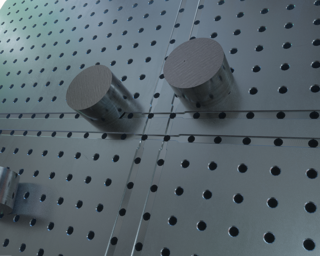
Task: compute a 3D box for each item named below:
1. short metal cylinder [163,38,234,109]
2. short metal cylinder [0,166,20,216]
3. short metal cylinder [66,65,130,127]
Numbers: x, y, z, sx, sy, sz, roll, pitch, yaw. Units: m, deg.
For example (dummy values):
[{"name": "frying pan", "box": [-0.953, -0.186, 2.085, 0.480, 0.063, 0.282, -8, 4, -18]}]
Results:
[{"name": "short metal cylinder", "box": [0.051, -0.071, 0.409, 0.080, 0.050, 0.080, -13, 56, 21]}, {"name": "short metal cylinder", "box": [-0.252, 0.091, 0.449, 0.080, 0.080, 0.050, -14, 56, 20]}, {"name": "short metal cylinder", "box": [-0.094, -0.049, 0.472, 0.080, 0.050, 0.080, -13, 56, 21]}]
